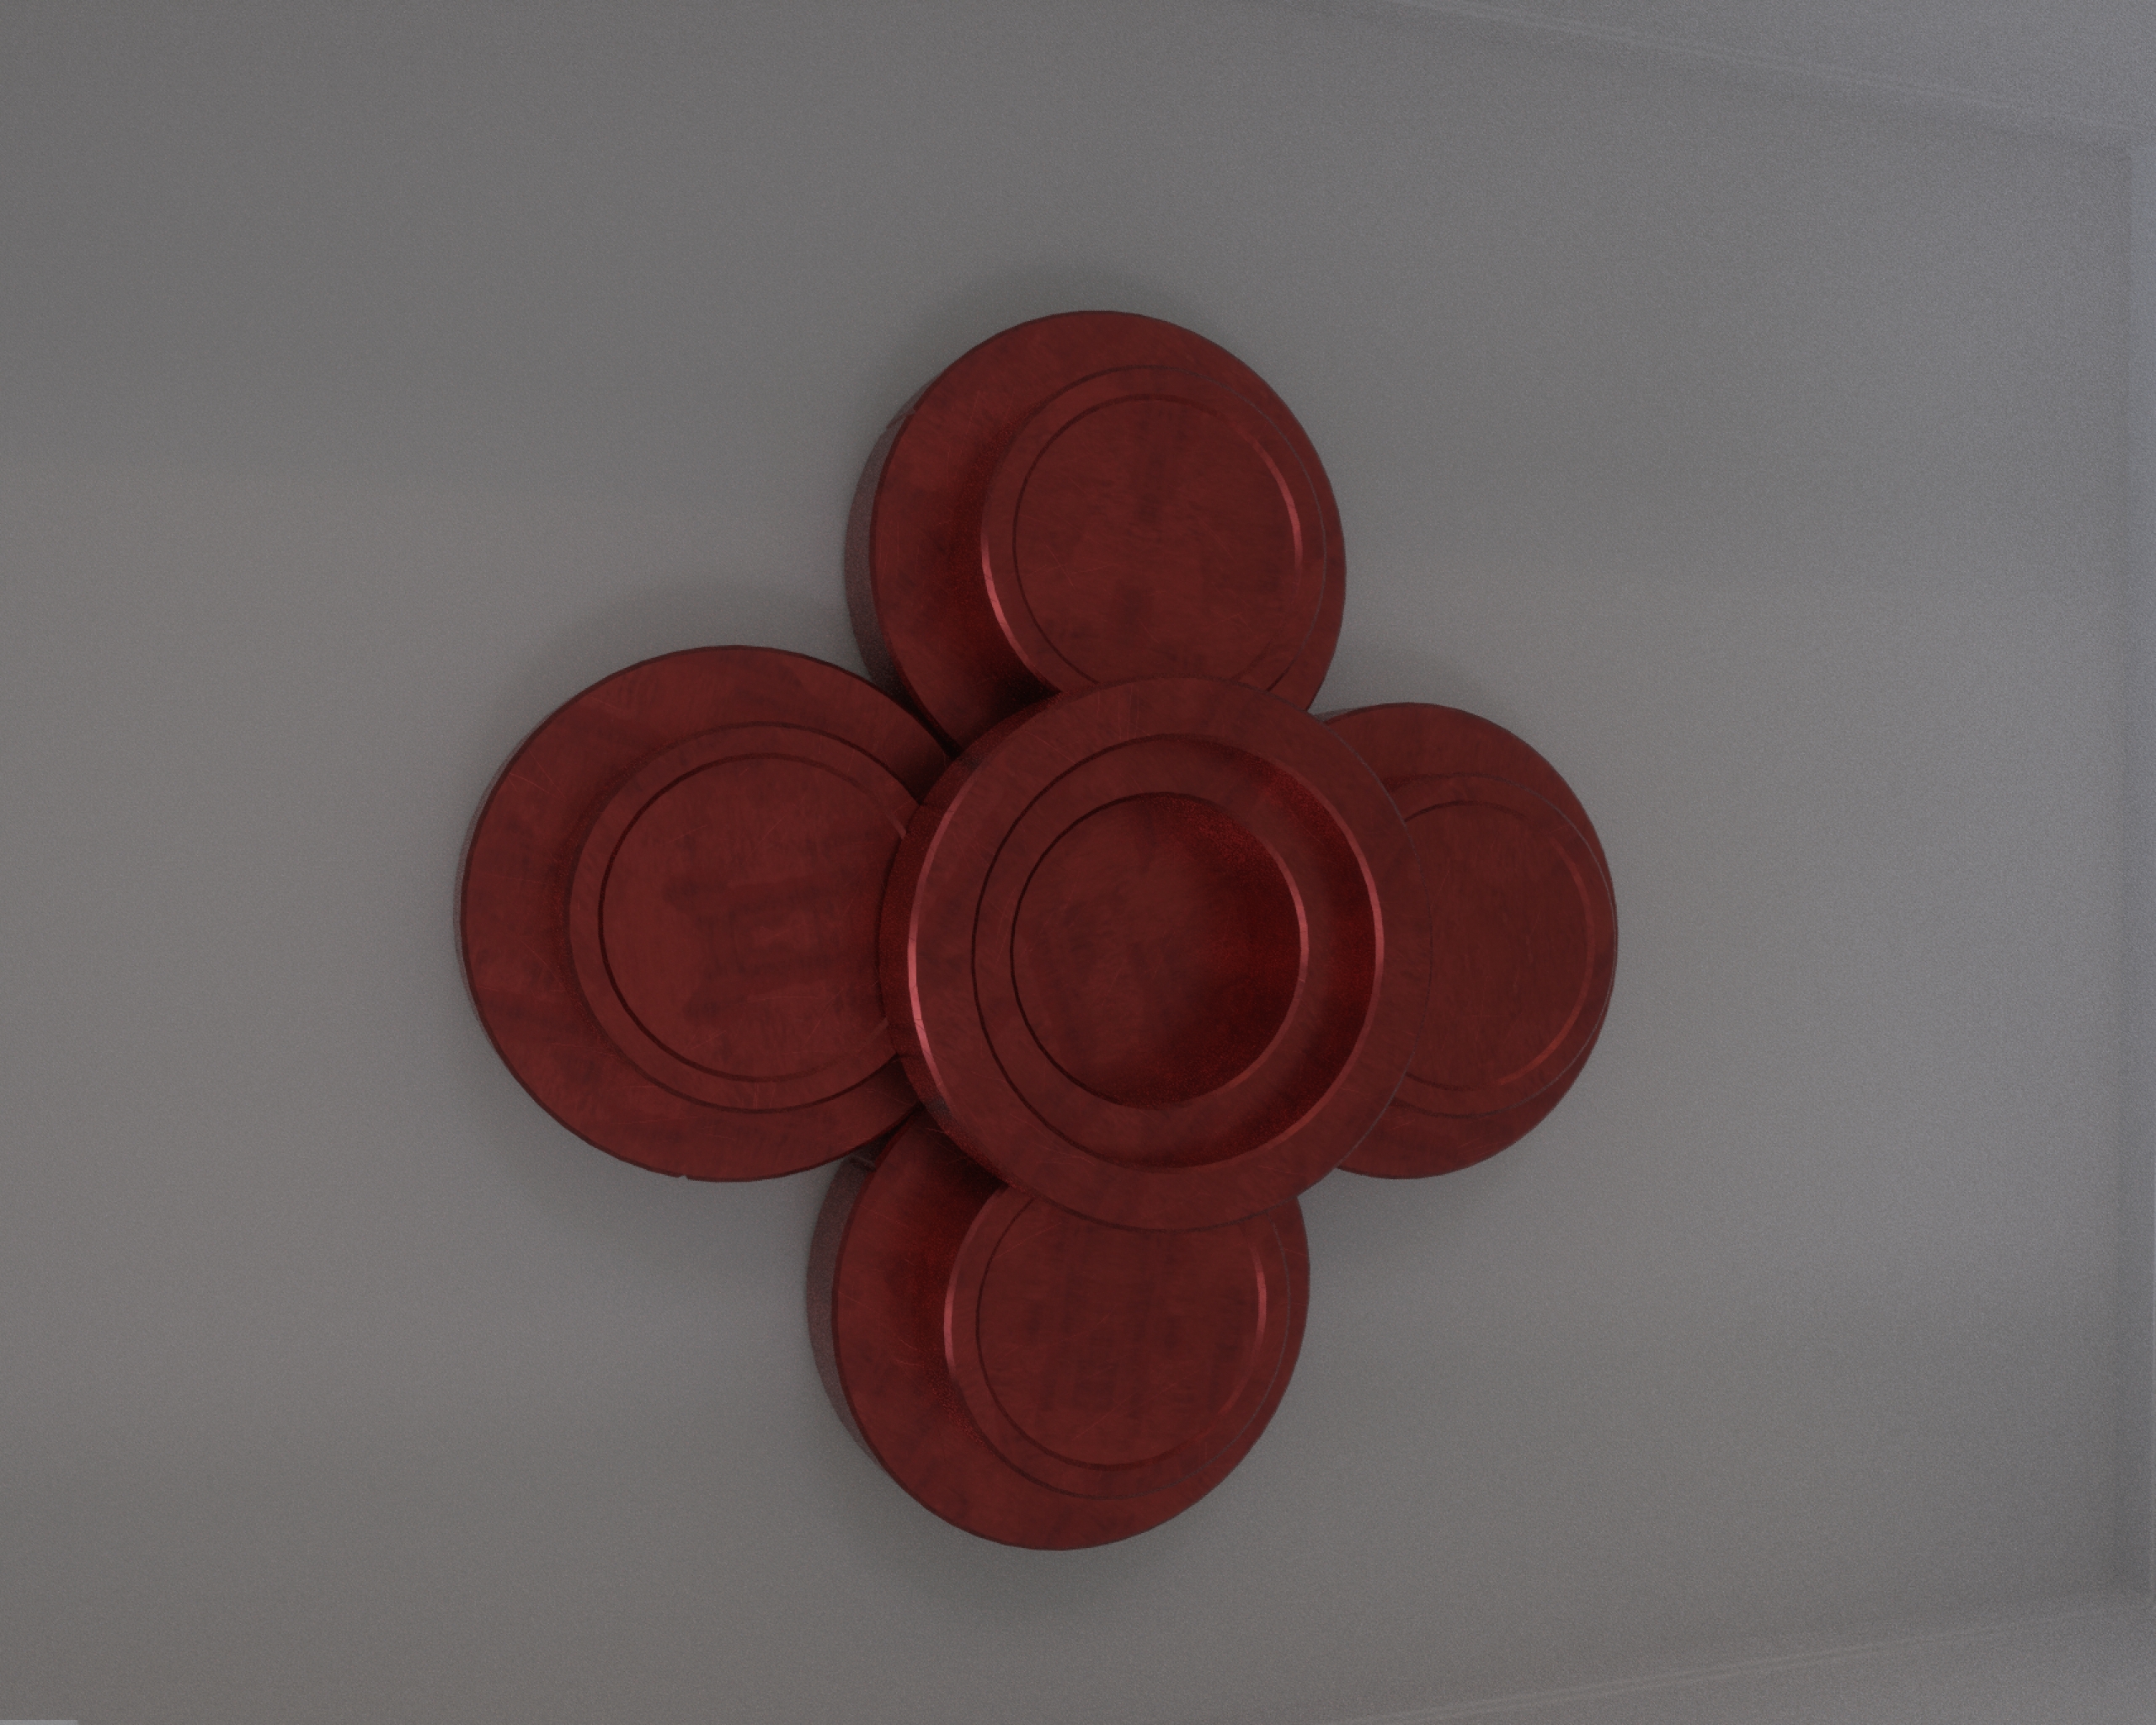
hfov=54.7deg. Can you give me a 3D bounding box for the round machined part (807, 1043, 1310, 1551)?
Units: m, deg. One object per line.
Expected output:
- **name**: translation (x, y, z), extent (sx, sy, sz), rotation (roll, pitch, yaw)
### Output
- **round machined part**: translation (0.001, 0.083, 0.400), extent (0.099, 0.042, 0.097), rotation (1, 88, -21)

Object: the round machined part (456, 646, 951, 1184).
- **round machined part**: translation (-0.060, 0.009, 0.377), extent (0.099, 0.042, 0.097), rotation (0, 90, -20)

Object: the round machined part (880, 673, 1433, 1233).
- **round machined part**: translation (0.011, 0.016, 0.381), extent (0.099, 0.042, 0.097), rotation (0, 90, -20)

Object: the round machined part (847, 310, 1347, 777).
- **round machined part**: translation (0.008, -0.058, 0.401), extent (0.099, 0.042, 0.097), rotation (0, 90, -20)

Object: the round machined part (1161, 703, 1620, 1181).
- **round machined part**: translation (0.069, 0.016, 0.424), extent (0.099, 0.042, 0.097), rotation (0, 90, -20)
